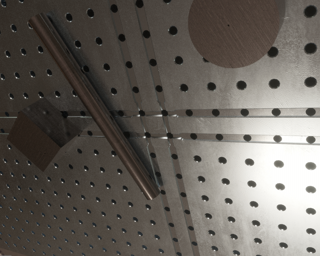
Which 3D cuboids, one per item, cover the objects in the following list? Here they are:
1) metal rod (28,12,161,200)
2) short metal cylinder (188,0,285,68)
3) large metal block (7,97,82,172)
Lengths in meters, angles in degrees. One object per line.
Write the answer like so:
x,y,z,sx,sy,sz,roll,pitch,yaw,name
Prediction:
-0.085,-0.021,0.441,0.025,0.025,0.299,-21,108,35,metal rod
0.073,-0.103,0.292,0.080,0.050,0.079,13,124,20,short metal cylinder
-0.187,0.012,0.498,0.080,0.050,0.080,44,129,-3,large metal block
